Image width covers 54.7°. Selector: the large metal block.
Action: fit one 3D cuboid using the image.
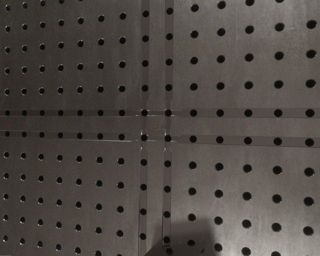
[{"bbox_3d":[0.025,0.196,0.390,0.080,0.050,0.080,-15,85,19],"label":"large metal block"}]
